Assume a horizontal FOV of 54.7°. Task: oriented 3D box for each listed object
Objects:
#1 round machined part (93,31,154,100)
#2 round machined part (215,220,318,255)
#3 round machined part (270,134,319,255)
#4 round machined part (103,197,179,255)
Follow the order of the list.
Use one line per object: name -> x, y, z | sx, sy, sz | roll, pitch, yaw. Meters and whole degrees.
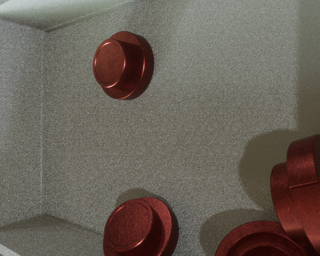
round machined part -> -0.059, -0.090, 0.445 | 0.098, 0.042, 0.097 | 0, 90, 40
round machined part -> 0.102, 0.142, 0.291 | 0.098, 0.042, 0.098 | -12, 49, 15
round machined part -> 0.126, 0.057, 0.255 | 0.042, 0.099, 0.098 | -24, 75, 38
round machined part -> -0.030, 0.128, 0.386 | 0.098, 0.042, 0.098 | -19, 40, 17
